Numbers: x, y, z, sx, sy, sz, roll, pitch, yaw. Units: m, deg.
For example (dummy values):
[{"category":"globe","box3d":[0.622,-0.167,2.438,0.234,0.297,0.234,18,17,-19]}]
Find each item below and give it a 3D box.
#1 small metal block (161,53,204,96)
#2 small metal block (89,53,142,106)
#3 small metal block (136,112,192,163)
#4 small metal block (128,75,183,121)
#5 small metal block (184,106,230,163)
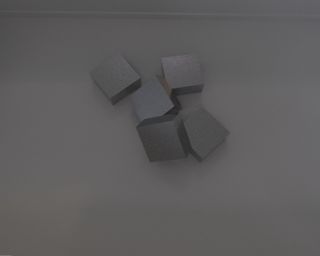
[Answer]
[{"category":"small metal block","box3d":[0.031,-0.075,0.437,0.050,0.025,0.050,-9,70,-4]},{"category":"small metal block","box3d":[-0.062,-0.068,0.434,0.050,0.025,0.050,-36,74,-12]},{"category":"small metal block","box3d":[0.006,0.012,0.381,0.050,0.025,0.050,-10,111,28]},{"category":"small metal block","box3d":[-0.006,-0.033,0.409,0.050,0.025,0.050,-37,71,22]},{"category":"small metal block","box3d":[0.054,0.009,0.407,0.050,0.025,0.050,-41,75,-14]}]
